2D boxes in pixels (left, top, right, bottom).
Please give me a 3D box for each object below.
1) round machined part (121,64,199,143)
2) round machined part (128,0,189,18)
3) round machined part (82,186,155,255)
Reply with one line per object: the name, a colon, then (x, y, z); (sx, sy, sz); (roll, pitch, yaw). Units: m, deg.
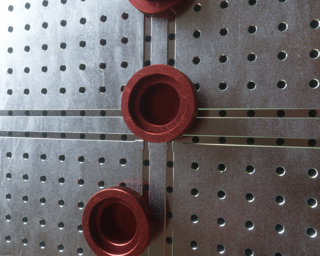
round machined part: (0.003, -0.030, 0.403); (0.098, 0.042, 0.097); (0, 90, 20)
round machined part: (-0.005, -0.200, 0.406); (0.098, 0.042, 0.097); (0, 90, 20)
round machined part: (-0.052, 0.128, 0.423); (0.098, 0.042, 0.097); (0, 90, 20)
